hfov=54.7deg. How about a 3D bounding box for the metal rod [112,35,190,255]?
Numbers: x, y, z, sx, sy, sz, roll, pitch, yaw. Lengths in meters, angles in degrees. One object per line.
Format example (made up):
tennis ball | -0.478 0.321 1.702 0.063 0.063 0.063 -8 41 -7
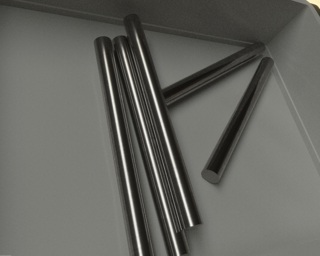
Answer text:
metal rod | -0.019 0.006 0.391 0.025 0.025 0.299 -3 63 -29

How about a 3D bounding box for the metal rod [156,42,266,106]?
metal rod | 0.092 -0.095 0.512 0.302 0.025 0.025 -31 79 -38

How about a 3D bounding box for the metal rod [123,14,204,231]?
metal rod | -0.003 -0.026 0.390 0.025 0.025 0.299 -2 62 -29

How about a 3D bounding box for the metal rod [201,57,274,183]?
metal rod | 0.135 -0.031 0.496 0.025 0.025 0.301 39 51 -2

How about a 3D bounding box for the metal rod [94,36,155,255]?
metal rod | -0.047 0.012 0.372 0.025 0.025 0.299 0 62 -28
